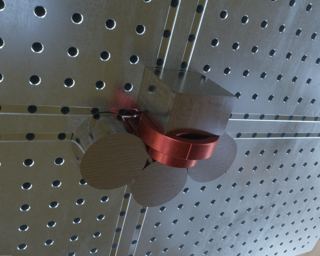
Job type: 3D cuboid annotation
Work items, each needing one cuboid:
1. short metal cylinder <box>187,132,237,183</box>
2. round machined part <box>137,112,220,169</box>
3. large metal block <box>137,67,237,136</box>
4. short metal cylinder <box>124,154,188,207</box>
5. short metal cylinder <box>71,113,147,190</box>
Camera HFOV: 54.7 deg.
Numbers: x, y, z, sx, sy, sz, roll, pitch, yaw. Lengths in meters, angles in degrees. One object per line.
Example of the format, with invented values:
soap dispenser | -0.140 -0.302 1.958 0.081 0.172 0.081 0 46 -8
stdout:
short metal cylinder | 0.064 0.032 0.450 0.081 0.050 0.079 -14 124 -21
round machined part | 0.020 0.014 0.381 0.099 0.098 0.042 2 117 -29
large metal block | 0.029 -0.033 0.371 0.081 0.080 0.050 1 118 -29
short metal cylinder | -0.009 0.061 0.428 0.081 0.050 0.079 -14 124 -21
short metal cylinder | -0.062 0.028 0.379 0.081 0.050 0.079 -14 124 -21
